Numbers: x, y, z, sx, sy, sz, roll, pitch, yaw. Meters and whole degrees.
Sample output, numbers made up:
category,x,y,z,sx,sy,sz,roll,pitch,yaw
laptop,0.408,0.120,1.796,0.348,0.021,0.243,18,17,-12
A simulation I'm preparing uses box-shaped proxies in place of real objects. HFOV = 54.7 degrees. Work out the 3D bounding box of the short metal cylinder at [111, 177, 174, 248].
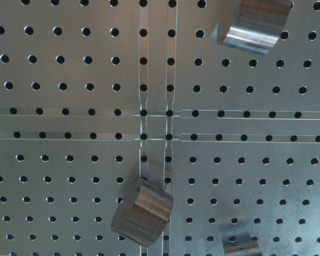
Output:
category,x,y,z,sx,sy,sz,roll,pitch,yaw
short metal cylinder,-0.025,0.115,0.426,0.050,0.080,0.080,32,107,-11

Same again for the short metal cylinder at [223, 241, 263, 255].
category,x,y,z,sx,sy,sz,roll,pitch,yaw
short metal cylinder,0.130,0.215,0.464,0.050,0.080,0.080,-13,110,5

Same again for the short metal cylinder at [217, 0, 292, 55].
category,x,y,z,sx,sy,sz,roll,pitch,yaw
short metal cylinder,0.100,-0.125,0.339,0.050,0.080,0.079,13,110,-5
